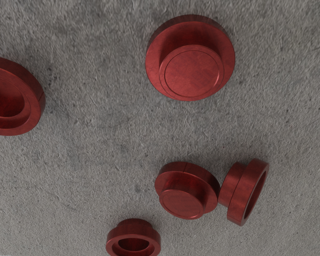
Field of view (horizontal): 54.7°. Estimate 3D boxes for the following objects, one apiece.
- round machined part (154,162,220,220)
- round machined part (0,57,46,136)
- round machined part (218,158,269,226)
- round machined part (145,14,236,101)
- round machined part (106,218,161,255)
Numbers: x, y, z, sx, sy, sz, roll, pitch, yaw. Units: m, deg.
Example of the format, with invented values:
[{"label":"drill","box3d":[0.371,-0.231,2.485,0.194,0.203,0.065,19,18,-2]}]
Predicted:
[{"label":"round machined part","box3d":[0.037,0.099,0.461,0.098,0.042,0.097,13,134,15]},{"label":"round machined part","box3d":[-0.183,-0.040,0.360,0.099,0.042,0.097,0,130,0]},{"label":"round machined part","box3d":[0.118,0.088,0.447,0.042,0.099,0.097,23,136,27]},{"label":"round machined part","box3d":[0.033,-0.068,0.338,0.099,0.042,0.097,0,130,0]},{"label":"round machined part","box3d":[-0.047,0.202,0.568,0.099,0.042,0.097,0,130,0]}]
